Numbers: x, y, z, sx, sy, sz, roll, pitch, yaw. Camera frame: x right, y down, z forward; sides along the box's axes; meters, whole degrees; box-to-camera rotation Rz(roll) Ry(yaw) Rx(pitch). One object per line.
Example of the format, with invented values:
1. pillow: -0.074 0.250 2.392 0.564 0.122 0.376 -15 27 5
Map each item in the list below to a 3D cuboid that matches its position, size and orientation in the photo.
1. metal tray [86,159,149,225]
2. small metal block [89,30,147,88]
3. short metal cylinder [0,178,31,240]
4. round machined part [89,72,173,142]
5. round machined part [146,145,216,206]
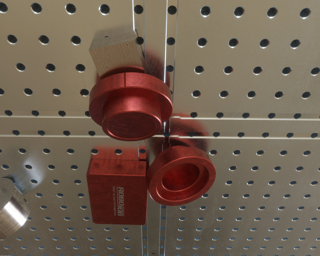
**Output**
1. metal tray: -0.065 0.107 0.499 0.091 0.030 0.129 2 130 -3
2. small metal block: -0.045 -0.076 0.347 0.050 0.025 0.050 -10 130 8
3. short metal cylinder: -0.250 0.124 0.478 0.080 0.080 0.050 -10 130 8
4. round machined part: -0.034 -0.018 0.365 0.099 0.042 0.098 -4 150 -2
5. round machined part: 0.027 0.064 0.445 0.099 0.042 0.097 -9 129 -12
